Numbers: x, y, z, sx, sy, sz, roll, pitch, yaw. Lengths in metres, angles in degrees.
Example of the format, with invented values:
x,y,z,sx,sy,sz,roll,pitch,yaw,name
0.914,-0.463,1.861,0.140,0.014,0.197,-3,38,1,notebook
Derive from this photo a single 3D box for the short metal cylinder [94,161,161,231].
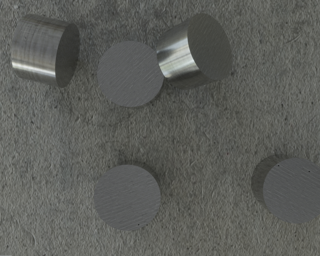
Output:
x,y,z,sx,sy,sz,roll,pitch,yaw,name
-0.039,0.084,0.397,0.081,0.050,0.080,0,90,0,short metal cylinder

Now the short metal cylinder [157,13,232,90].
x,y,z,sx,sy,sz,roll,pitch,yaw,name
0.043,-0.091,0.377,0.081,0.050,0.080,10,75,-41,short metal cylinder

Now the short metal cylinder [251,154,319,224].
x,y,z,sx,sy,sz,roll,pitch,yaw,name
0.165,0.076,0.399,0.081,0.050,0.080,0,90,0,short metal cylinder

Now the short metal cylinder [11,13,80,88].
x,y,z,sx,sy,sz,roll,pitch,yaw,name
-0.137,-0.094,0.381,0.050,0.080,0.080,13,90,0,short metal cylinder

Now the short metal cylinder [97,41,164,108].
x,y,z,sx,sy,sz,roll,pitch,yaw,name
-0.035,-0.065,0.397,0.081,0.050,0.080,0,90,0,short metal cylinder
